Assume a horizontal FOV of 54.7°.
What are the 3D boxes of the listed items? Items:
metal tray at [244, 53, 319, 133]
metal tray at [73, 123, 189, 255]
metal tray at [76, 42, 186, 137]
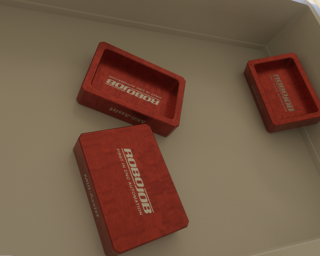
[{"bbox_3d":[0.208,-0.062,0.528,0.091,0.030,0.130,-11,65,-5],"label":"metal tray"},{"bbox_3d":[-0.034,0.063,0.346,0.091,0.030,0.130,-10,67,-32],"label":"metal tray"},{"bbox_3d":[-0.034,-0.052,0.415,0.131,0.030,0.090,22,54,-15],"label":"metal tray"}]
